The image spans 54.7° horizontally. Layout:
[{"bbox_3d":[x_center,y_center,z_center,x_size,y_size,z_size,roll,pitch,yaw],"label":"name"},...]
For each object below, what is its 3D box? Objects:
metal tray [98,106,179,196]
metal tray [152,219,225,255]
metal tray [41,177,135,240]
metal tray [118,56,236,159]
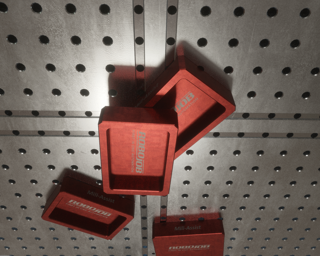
[{"bbox_3d":[-0.028,0.034,0.396,0.091,0.030,0.129,3,130,-3],"label":"metal tray"},{"bbox_3d":[0.055,0.216,0.594,0.131,0.030,0.089,-5,130,3],"label":"metal tray"},{"bbox_3d":[-0.120,0.140,0.525,0.131,0.030,0.090,26,125,-21],"label":"metal tray"},{"bbox_3d":[0.018,-0.016,0.394,0.090,0.030,0.129,32,123,-25],"label":"metal tray"}]
